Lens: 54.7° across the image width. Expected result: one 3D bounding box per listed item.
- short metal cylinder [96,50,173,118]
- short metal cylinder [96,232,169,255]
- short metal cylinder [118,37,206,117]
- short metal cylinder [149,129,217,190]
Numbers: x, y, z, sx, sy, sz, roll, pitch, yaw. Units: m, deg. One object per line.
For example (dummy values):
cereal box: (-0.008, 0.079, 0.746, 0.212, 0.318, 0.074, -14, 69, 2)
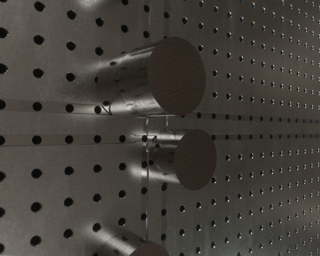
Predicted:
short metal cylinder: (-0.028, -0.051, 0.371, 0.081, 0.050, 0.079, 0, 90, -40)
short metal cylinder: (-0.033, 0.171, 0.368, 0.081, 0.050, 0.079, 0, 90, -40)
short metal cylinder: (0.003, -0.052, 0.332, 0.081, 0.050, 0.079, 0, 90, -40)
short metal cylinder: (0.032, 0.041, 0.422, 0.081, 0.050, 0.079, 0, 90, -40)
